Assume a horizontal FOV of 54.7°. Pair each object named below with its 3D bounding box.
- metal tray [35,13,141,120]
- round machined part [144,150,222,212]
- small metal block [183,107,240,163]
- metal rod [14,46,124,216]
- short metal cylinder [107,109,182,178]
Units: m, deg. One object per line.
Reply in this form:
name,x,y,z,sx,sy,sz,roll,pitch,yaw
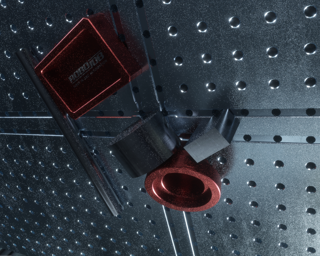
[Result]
metal tray,-0.099,-0.076,0.410,0.130,0.030,0.090,-28,104,37
round machined part,0.032,0.067,0.412,0.098,0.042,0.097,8,135,8
small metal block,0.062,0.008,0.367,0.025,0.050,0.050,48,129,-6
metal rod,-0.135,0.016,0.490,0.025,0.025,0.299,-13,112,33
short metal cylinder,-0.020,0.019,0.396,0.080,0.080,0.050,-28,102,37
